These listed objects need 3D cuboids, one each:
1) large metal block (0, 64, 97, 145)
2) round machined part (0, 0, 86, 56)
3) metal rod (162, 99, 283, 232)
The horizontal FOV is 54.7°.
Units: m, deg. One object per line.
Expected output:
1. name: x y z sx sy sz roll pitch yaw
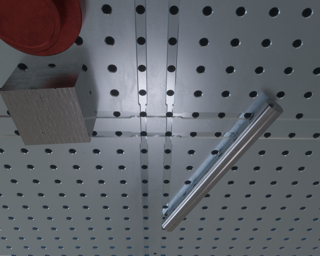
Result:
1. large metal block: -0.128 -0.027 0.371 0.080 0.050 0.079 -3 130 2
2. round machined part: -0.126 -0.114 0.302 0.099 0.042 0.097 0 130 0
3. metal rod: 0.080 0.075 0.475 0.025 0.025 0.298 20 127 -17
